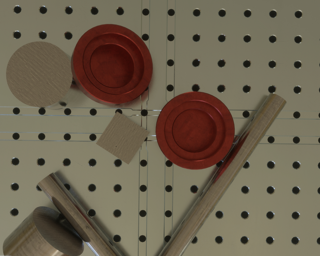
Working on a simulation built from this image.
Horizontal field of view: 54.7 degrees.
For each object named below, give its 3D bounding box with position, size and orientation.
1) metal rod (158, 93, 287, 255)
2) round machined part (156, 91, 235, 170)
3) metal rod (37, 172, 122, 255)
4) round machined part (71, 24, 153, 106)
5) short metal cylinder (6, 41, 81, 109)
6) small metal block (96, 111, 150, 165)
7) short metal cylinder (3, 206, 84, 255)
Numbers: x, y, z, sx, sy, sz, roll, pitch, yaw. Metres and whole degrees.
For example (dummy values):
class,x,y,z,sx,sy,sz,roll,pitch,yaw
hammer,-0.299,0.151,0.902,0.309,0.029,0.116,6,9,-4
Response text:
class,x,y,z,sx,sy,sz,roll,pitch,yaw
metal rod,0.073,0.084,0.413,0.025,0.025,0.299,34,90,0
round machined part,0.044,0.003,0.405,0.099,0.042,0.097,0,90,0
metal rod,-0.057,0.183,0.412,0.025,0.025,0.300,-39,90,0
round machined part,-0.062,-0.076,0.393,0.099,0.042,0.097,2,86,-23
short metal cylinder,-0.146,-0.065,0.400,0.081,0.050,0.080,0,90,0
small metal block,-0.048,0.013,0.413,0.050,0.025,0.050,33,90,0
short metal cylinder,-0.142,0.145,0.385,0.080,0.080,0.050,44,90,0
